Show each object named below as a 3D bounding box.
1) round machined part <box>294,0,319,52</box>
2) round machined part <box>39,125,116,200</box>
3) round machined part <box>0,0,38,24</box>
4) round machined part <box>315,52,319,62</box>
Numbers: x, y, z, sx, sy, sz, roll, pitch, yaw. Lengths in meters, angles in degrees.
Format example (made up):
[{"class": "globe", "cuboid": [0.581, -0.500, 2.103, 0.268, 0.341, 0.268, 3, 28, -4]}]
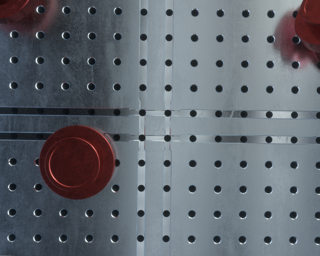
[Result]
[{"class": "round machined part", "cuboid": [0.214, -0.145, 0.378, 0.042, 0.098, 0.098, 31, 90, -39]}, {"class": "round machined part", "cuboid": [-0.109, 0.045, 0.404, 0.099, 0.042, 0.097, 0, 90, -1]}, {"class": "round machined part", "cuboid": [-0.204, -0.184, 0.402, 0.099, 0.042, 0.097, 0, 90, -1]}, {"class": "round machined part", "cuboid": [0.261, -0.120, 0.408, 0.099, 0.042, 0.097, 0, 90, -1]}]
